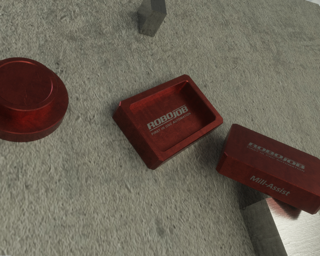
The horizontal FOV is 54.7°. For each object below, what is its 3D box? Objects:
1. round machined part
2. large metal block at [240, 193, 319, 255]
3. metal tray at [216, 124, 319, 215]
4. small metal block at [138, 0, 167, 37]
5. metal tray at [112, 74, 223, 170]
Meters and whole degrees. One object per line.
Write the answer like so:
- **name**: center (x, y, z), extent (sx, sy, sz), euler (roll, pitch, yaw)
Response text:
- **round machined part**: center (-0.149, -0.037, 0.335), extent (0.099, 0.042, 0.098), euler (14, 56, -21)
- **large metal block**: center (0.161, 0.131, 0.395), extent (0.081, 0.050, 0.080), euler (-1, 62, -29)
- **metal tray**: center (0.146, 0.049, 0.409), extent (0.130, 0.030, 0.090), euler (24, 32, 7)
- **small metal block**: center (-0.014, -0.183, 0.492), extent (0.025, 0.050, 0.050), euler (8, 58, -24)
- **metal tray**: center (0.014, -0.013, 0.415), extent (0.131, 0.030, 0.090), euler (-29, 78, -37)
